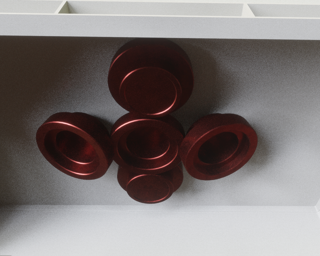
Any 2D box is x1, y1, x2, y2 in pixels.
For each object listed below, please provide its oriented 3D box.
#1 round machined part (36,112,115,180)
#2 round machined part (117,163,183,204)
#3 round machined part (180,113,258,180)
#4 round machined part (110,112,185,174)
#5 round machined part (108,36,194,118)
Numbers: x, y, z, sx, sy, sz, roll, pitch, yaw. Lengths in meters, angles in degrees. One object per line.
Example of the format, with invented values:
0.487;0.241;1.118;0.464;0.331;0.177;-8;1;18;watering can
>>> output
-0.104;0.018;0.400;0.098;0.042;0.097;11;131;13;round machined part
-0.015;0.076;0.460;0.099;0.042;0.097;0;130;0;round machined part
0.072;0.020;0.402;0.099;0.042;0.097;-11;132;-13;round machined part
-0.016;0.013;0.406;0.099;0.042;0.097;0;130;0;round machined part
-0.010;-0.050;0.353;0.099;0.042;0.097;0;130;0;round machined part
